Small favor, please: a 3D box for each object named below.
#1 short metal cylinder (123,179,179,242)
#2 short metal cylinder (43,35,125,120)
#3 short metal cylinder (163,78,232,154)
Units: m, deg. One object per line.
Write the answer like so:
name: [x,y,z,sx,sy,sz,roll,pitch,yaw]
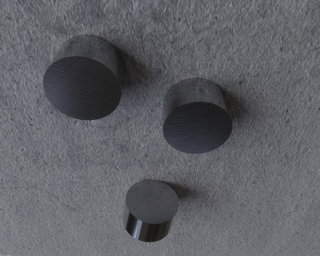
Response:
short metal cylinder: [-0.015,0.127,0.479,0.081,0.080,0.050,7,130,-6]
short metal cylinder: [-0.081,-0.055,0.343,0.081,0.050,0.079,0,130,0]
short metal cylinder: [0.044,-0.014,0.379,0.081,0.050,0.079,0,130,0]
